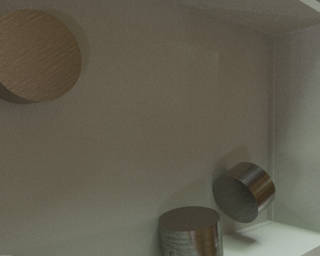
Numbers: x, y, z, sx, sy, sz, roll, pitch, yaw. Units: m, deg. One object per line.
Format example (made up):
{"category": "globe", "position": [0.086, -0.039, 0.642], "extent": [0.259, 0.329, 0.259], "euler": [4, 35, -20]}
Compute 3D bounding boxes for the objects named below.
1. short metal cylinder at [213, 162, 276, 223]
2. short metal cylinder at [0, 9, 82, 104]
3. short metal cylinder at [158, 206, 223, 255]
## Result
{"category": "short metal cylinder", "position": [0.130, 0.100, 0.483], "extent": [0.050, 0.080, 0.080], "euler": [-27, 107, -37]}
{"category": "short metal cylinder", "position": [-0.122, -0.063, 0.289], "extent": [0.081, 0.050, 0.079], "euler": [0, 90, -40]}
{"category": "short metal cylinder", "position": [0.041, 0.142, 0.407], "extent": [0.081, 0.080, 0.050], "euler": [-12, 98, -40]}
